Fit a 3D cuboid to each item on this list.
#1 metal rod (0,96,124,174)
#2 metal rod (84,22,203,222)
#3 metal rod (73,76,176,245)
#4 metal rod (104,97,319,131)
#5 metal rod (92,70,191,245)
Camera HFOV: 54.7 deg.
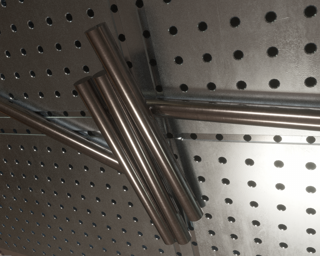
[{"bbox_3d":[-0.179,0.000,0.503,0.301,0.025,0.025,24,127,13],"label":"metal rod"},{"bbox_3d":[-0.007,0.012,0.393,0.025,0.025,0.299,-8,123,31],"label":"metal rod"},{"bbox_3d":[-0.039,0.063,0.449,0.025,0.025,0.299,-8,121,31],"label":"metal rod"},{"bbox_3d":[0.057,-0.020,0.368,0.301,0.025,0.025,6,121,24],"label":"metal rod"},{"bbox_3d":[-0.015,0.057,0.431,0.025,0.025,0.299,-6,122,30],"label":"metal rod"}]
